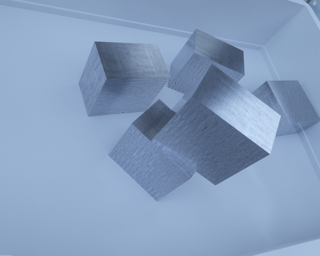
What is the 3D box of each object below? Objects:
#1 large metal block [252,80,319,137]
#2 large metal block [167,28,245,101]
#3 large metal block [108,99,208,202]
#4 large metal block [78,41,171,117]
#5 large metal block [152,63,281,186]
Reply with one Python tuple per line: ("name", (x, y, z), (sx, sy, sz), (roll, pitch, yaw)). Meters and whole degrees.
("large metal block", (0.209, -0.033, 0.525), (0.081, 0.050, 0.080), (-6, 65, -31))
("large metal block", (0.067, -0.088, 0.462), (0.080, 0.080, 0.050), (20, 54, -17))
("large metal block", (-0.002, 0.028, 0.354), (0.080, 0.080, 0.050), (44, 51, 1))
("large metal block", (-0.046, -0.059, 0.382), (0.081, 0.080, 0.050), (-7, 66, -32))
("large metal block", (0.052, 0.000, 0.297), (0.080, 0.080, 0.050), (36, 51, -5))
